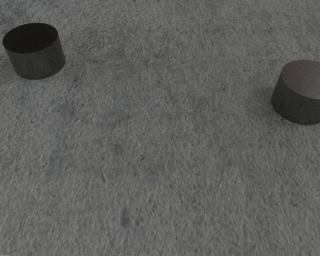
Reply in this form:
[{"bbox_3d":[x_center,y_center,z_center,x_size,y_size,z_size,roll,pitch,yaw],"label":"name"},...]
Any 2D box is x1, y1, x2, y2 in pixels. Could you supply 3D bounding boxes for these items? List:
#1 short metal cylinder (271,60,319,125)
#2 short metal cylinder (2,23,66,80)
[{"bbox_3d":[0.203,-0.050,0.432,0.081,0.050,0.080,0,50,0],"label":"short metal cylinder"},{"bbox_3d":[-0.195,-0.121,0.486,0.081,0.050,0.080,0,50,0],"label":"short metal cylinder"}]
